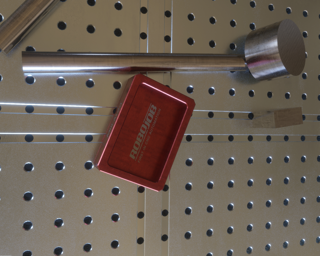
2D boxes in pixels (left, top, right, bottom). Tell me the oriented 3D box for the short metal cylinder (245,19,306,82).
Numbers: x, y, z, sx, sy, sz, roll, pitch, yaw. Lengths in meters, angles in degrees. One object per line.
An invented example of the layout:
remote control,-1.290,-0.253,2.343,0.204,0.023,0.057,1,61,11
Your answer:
short metal cylinder,0.168,-0.111,0.450,0.081,0.050,0.080,4,83,-40

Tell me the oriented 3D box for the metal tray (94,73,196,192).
metal tray,-0.018,0.006,0.404,0.090,0.030,0.130,24,82,-19

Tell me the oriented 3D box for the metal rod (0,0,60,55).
metal rod,-0.092,-0.207,0.378,0.025,0.025,0.300,41,77,-16

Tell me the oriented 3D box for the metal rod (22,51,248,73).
metal rod,-0.016,-0.086,0.407,0.303,0.025,0.025,-4,92,-20

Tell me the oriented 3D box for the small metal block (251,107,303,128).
small metal block,0.176,-0.015,0.466,0.050,0.050,0.025,-8,93,-20
